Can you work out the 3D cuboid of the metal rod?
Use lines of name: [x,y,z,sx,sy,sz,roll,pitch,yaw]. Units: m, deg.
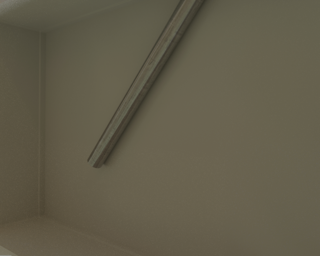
metal rod: [-0.027,-0.058,0.426,0.025,0.025,0.298,49,118,28]
